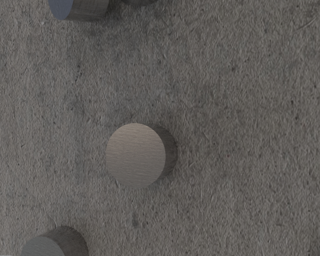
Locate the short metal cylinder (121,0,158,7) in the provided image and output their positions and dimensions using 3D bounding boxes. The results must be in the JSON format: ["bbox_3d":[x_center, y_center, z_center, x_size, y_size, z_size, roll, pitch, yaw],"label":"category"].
[{"bbox_3d":[-0.029,-0.205,0.395,0.080,0.050,0.080,0,86,3],"label":"short metal cylinder"}]

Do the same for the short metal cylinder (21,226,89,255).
[{"bbox_3d":[-0.152,0.189,0.449,0.080,0.050,0.080,0,90,20],"label":"short metal cylinder"}]

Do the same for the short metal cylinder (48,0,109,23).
[{"bbox_3d":[-0.111,-0.186,0.418,0.080,0.050,0.079,14,109,46],"label":"short metal cylinder"}]

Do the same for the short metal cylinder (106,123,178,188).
[{"bbox_3d":[-0.022,0.034,0.404,0.080,0.050,0.080,0,90,20],"label":"short metal cylinder"}]
